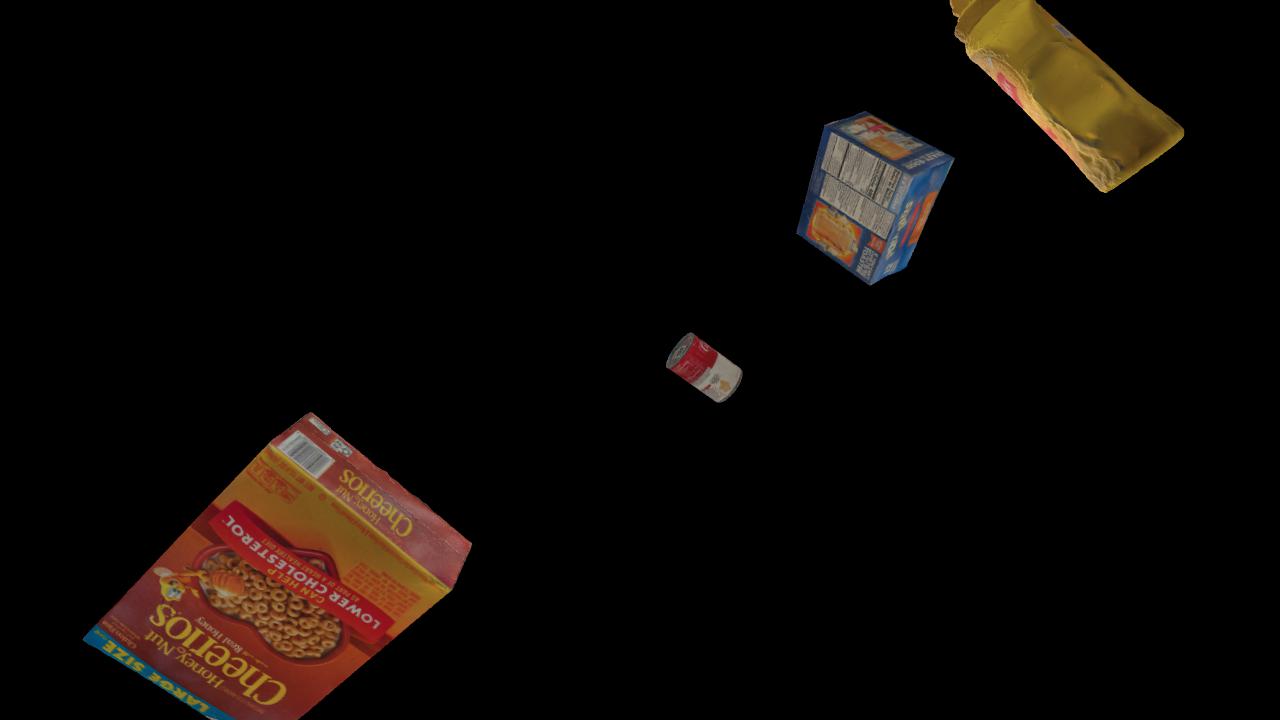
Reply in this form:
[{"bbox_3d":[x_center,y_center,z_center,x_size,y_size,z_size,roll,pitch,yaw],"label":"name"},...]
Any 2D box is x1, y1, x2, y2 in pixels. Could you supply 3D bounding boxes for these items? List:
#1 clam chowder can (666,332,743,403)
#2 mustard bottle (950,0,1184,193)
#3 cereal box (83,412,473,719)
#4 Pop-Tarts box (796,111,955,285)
[{"bbox_3d":[0.101,0.013,0.958,0.102,0.068,0.068,36,-9,-12],"label":"clam chowder can"},{"bbox_3d":[0.285,-0.202,0.431,0.092,0.184,0.054,-21,-20,-49],"label":"mustard bottle"},{"bbox_3d":[-0.341,0.221,0.587,0.306,0.203,0.081,-41,14,14],"label":"cereal box"},{"bbox_3d":[0.298,-0.210,0.803,0.083,0.167,0.141,-27,54,-23],"label":"Pop-Tarts box"}]
